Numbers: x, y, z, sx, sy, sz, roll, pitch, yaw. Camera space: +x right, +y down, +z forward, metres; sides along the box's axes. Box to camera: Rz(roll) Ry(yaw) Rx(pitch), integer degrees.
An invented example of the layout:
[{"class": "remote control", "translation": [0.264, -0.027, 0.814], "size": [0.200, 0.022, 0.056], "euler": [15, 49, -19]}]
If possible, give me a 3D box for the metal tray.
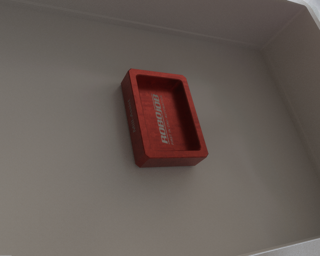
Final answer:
[{"class": "metal tray", "translation": [0.004, -0.014, 0.411], "size": [0.091, 0.030, 0.130], "euler": [2, 61, -28]}]
